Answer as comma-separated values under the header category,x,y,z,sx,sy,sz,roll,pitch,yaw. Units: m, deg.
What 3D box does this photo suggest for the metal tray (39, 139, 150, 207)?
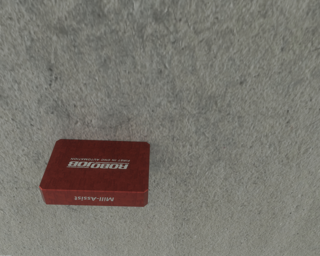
category,x,y,z,sx,sy,sz,roll,pitch,yaw
metal tray,-0.080,0.057,0.412,0.131,0.090,0.030,2,130,-2
